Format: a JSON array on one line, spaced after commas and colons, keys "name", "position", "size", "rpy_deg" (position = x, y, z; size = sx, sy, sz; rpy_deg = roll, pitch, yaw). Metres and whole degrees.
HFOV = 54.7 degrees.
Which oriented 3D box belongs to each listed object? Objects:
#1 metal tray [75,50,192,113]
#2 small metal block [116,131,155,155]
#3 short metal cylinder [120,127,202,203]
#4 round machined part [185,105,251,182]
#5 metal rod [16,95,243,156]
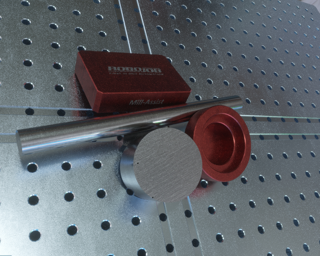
[{"name": "metal tray", "position": [-0.035, -0.063, 0.408], "size": [0.131, 0.030, 0.090], "rpy_deg": [-5, 46, -31]}, {"name": "small metal block", "position": [-0.025, 0.012, 0.399], "size": [0.050, 0.025, 0.050], "rpy_deg": [17, 55, -19]}, {"name": "short metal cylinder", "position": [0.000, 0.043, 0.352], "size": [0.081, 0.050, 0.080], "rpy_deg": [4, 79, -22]}, {"name": "round machined part", "position": [0.070, 0.021, 0.409], "size": [0.099, 0.042, 0.097], "rpy_deg": [5, 81, -32]}, {"name": "metal rod", "position": [-0.010, -0.011, 0.378], "size": [0.303, 0.025, 0.025], "rpy_deg": [-12, 68, -33]}]
